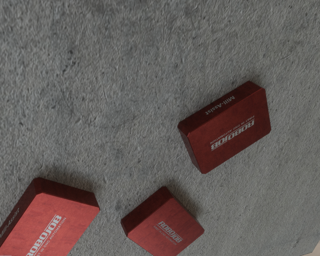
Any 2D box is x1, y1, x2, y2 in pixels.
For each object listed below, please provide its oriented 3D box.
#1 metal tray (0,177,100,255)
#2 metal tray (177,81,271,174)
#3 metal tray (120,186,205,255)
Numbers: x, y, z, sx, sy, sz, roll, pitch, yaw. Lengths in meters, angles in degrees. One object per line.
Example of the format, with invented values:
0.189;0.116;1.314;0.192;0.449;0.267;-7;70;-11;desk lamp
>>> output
-0.152;0.133;0.403;0.090;0.030;0.130;29;103;-38;metal tray
0.099;0.000;0.458;0.131;0.030;0.090;-31;129;-8;metal tray
0.008;0.162;0.509;0.090;0.030;0.130;-39;130;-2;metal tray
